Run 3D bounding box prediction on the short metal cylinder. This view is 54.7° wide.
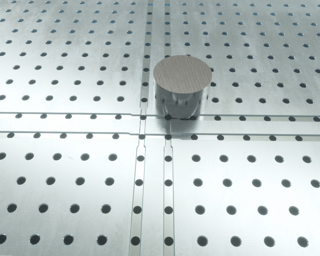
[{"bbox_3d":[0.031,-0.059,0.442,0.081,0.050,0.080,1,50,0],"label":"short metal cylinder"}]
